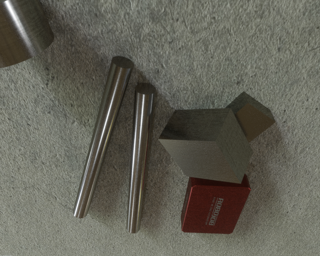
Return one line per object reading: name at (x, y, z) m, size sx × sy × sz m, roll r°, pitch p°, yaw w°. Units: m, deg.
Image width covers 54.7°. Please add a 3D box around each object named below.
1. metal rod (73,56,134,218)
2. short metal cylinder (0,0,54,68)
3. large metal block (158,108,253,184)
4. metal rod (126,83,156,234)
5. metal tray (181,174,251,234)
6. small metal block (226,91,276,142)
metal rod at (-0.088, 0.035, 0.435) m, size 0.025 × 0.025 × 0.298 m, roll 14°, pitch 129°, yaw -12°
short metal cylinder at (-0.147, -0.096, 0.287) m, size 0.080 × 0.080 × 0.050 m, roll -8°, pitch 130°, yaw 6°
large metal block at (0.059, 0.022, 0.388) m, size 0.080 × 0.050 × 0.080 m, roll 1°, pitch 139°, yaw 41°
metal rod at (-0.033, 0.066, 0.463) m, size 0.025 × 0.025 × 0.298 m, roll 4°, pitch 130°, yaw -4°
metal tray at (0.088, 0.127, 0.514) m, size 0.091 × 0.030 × 0.129 m, roll 3°, pitch 130°, yaw -4°
small metal block at (0.110, -0.012, 0.399) m, size 0.050 × 0.025 × 0.050 m, roll 29°, pitch 124°, yaw -23°
